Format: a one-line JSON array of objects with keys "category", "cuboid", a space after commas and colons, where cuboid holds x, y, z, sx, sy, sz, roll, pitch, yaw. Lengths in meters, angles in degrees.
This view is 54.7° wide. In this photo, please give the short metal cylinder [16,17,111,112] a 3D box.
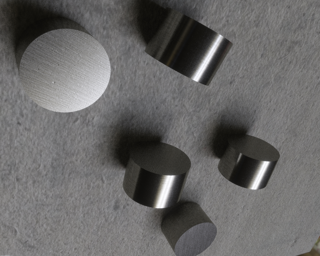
[{"category": "short metal cylinder", "cuboid": [-0.095, -0.062, 0.301, 0.081, 0.050, 0.079, -14, 125, -21]}]

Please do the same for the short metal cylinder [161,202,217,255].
[{"category": "short metal cylinder", "cuboid": [0.049, 0.174, 0.527, 0.081, 0.050, 0.079, -14, 125, -21]}]

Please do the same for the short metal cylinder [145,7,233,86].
[{"category": "short metal cylinder", "cuboid": [0.031, -0.087, 0.335, 0.081, 0.080, 0.050, 18, 109, -36]}]

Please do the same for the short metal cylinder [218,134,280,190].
[{"category": "short metal cylinder", "cuboid": [0.136, 0.050, 0.479, 0.081, 0.080, 0.050, -1, 119, -29]}]

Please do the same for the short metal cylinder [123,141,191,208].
[{"category": "short metal cylinder", "cuboid": [-0.005, 0.059, 0.407, 0.081, 0.080, 0.050, -1, 119, -29]}]
